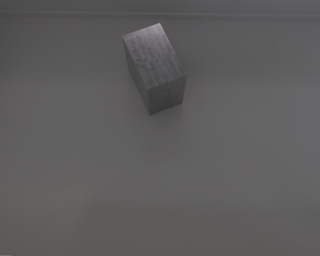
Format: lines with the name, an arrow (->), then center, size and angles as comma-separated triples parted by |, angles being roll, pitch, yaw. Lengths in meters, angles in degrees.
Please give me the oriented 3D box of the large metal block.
large metal block -> -0.007, -0.074, 0.407 | 0.050, 0.080, 0.080 | -22, 72, -8
